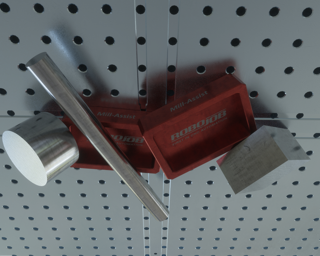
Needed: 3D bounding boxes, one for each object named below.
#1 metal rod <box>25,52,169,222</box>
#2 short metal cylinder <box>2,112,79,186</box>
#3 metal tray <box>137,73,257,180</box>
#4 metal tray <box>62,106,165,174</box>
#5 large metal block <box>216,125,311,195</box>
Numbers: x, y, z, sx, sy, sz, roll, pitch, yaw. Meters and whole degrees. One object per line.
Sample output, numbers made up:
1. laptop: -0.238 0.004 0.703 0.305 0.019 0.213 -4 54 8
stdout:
1. metal rod: -0.061 0.033 0.400 0.025 0.025 0.299 -20 128 16
2. short metal cylinder: -0.150 0.026 0.392 0.080 0.050 0.079 22 131 27
3. metal tray: 0.050 0.001 0.385 0.130 0.030 0.090 -27 127 0
4. metal tray: -0.061 0.018 0.422 0.131 0.030 0.089 5 130 -5
5. large metal block: 0.137 0.043 0.410 0.081 0.050 0.080 6 139 -48
